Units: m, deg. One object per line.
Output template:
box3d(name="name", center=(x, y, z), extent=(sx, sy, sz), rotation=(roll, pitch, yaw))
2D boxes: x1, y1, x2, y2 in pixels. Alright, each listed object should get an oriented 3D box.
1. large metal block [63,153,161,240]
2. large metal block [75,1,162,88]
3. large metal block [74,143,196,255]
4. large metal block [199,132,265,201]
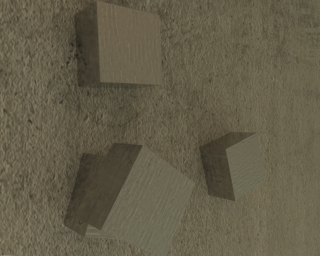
box3d(name="large metal block", center=(-0.050, 0.077, 0.347), extent=(0.080, 0.050, 0.080), rotation=(21, 77, -38))
box3d(name="large metal block", center=(-0.046, -0.088, 0.350), extent=(0.081, 0.050, 0.079), rotation=(-4, 93, -40))
box3d(name="large metal block", center=(-0.022, 0.070, 0.305), extent=(0.080, 0.050, 0.080), rotation=(39, 66, -33))
box3d(name="large metal block", center=(0.114, 0.056, 0.484), extent=(0.081, 0.050, 0.080), rotation=(-21, 104, -38))
